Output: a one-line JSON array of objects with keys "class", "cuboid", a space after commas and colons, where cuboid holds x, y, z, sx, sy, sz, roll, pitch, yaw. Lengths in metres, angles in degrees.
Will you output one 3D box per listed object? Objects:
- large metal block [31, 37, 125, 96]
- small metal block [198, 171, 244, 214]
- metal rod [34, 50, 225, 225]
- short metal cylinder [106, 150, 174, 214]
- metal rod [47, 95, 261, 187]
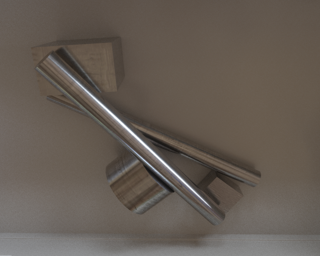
[{"class": "large metal block", "cuboid": [-0.087, -0.073, 0.353, 0.081, 0.080, 0.050, -3, 110, 1]}, {"class": "small metal block", "cuboid": [0.082, 0.095, 0.446, 0.050, 0.025, 0.050, 36, 106, -13]}, {"class": "metal rod", "cuboid": [-0.015, 0.030, 0.359, 0.025, 0.025, 0.300, -38, 119, 13]}, {"class": "short metal cylinder", "cuboid": [-0.024, 0.064, 0.403, 0.050, 0.080, 0.080, -38, 106, 12]}, {"class": "metal rod", "cuboid": [-0.001, 0.013, 0.415, 0.302, 0.025, 0.025, 24, 108, -9]}]
